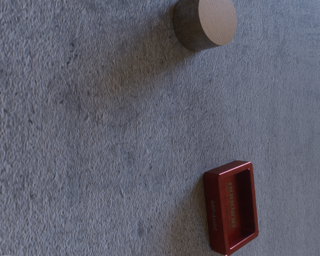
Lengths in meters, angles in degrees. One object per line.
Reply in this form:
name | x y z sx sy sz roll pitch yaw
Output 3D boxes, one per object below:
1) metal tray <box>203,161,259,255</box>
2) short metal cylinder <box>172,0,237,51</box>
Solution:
metal tray | 0.116 0.125 0.499 0.091 0.030 0.129 -12 98 -39
short metal cylinder | 0.064 -0.153 0.442 0.081 0.050 0.079 0 90 -40
